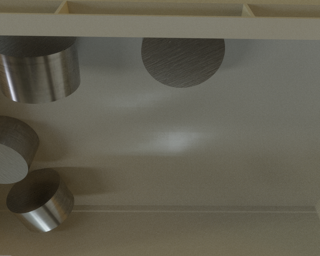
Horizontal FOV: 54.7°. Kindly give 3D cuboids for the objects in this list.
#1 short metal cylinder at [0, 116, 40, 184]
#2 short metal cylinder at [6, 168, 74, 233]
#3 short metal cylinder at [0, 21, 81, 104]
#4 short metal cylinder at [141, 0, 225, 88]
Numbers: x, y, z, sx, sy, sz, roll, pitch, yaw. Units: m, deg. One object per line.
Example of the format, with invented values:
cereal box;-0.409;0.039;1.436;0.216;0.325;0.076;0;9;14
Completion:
short metal cylinder;-0.211;0.030;0.416;0.081;0.050;0.079;0;130;0
short metal cylinder;-0.177;0.107;0.462;0.080;0.080;0.050;-10;129;8
short metal cylinder;-0.124;-0.068;0.314;0.081;0.080;0.050;4;130;-3
short metal cylinder;0.022;-0.088;0.317;0.081;0.050;0.079;0;130;0
